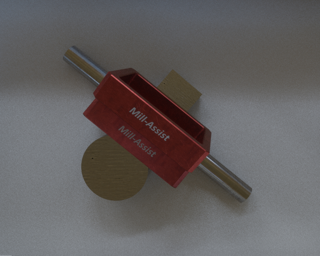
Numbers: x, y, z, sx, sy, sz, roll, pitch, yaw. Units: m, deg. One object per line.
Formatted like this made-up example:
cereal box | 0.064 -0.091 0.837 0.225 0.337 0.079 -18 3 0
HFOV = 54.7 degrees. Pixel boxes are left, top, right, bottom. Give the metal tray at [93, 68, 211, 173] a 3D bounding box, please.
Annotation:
metal tray | -0.002 -0.015 0.352 0.130 0.090 0.030 39 107 -1

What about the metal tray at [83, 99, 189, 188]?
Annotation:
metal tray | -0.024 0.014 0.377 0.130 0.090 0.030 39 90 -1

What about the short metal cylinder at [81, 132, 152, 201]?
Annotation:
short metal cylinder | -0.052 0.045 0.391 0.080 0.050 0.079 1 97 5

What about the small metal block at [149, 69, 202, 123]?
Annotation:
small metal block | 0.019 -0.041 0.410 0.050 0.025 0.050 41 90 -1

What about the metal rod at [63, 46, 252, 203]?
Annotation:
metal rod | -0.003 -0.005 0.411 0.300 0.025 0.025 39 90 -1
